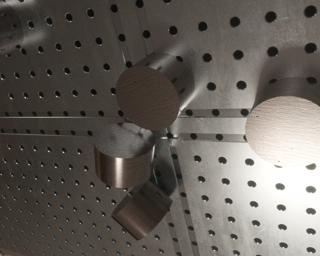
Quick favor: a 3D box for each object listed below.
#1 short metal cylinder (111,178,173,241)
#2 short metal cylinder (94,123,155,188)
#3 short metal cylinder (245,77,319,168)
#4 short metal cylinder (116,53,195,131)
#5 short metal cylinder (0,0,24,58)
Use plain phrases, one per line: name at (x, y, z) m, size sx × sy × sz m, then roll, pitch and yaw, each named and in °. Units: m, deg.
short metal cylinder at (-0.027, 0.118, 0.461) m, size 0.050 × 0.080 × 0.080 m, roll 44°, pitch 129°, yaw -2°
short metal cylinder at (-0.048, 0.035, 0.421) m, size 0.080 × 0.080 × 0.050 m, roll 17°, pitch 125°, yaw 18°
short metal cylinder at (0.134, -0.006, 0.320) m, size 0.080 × 0.050 × 0.079 m, roll 13°, pitch 124°, yaw 20°
short metal cylinder at (-0.005, -0.044, 0.369) m, size 0.080 × 0.050 × 0.079 m, roll 13°, pitch 124°, yaw 20°
short metal cylinder at (-0.242, -0.138, 0.435) m, size 0.080 × 0.050 × 0.079 m, roll 13°, pitch 124°, yaw 20°
